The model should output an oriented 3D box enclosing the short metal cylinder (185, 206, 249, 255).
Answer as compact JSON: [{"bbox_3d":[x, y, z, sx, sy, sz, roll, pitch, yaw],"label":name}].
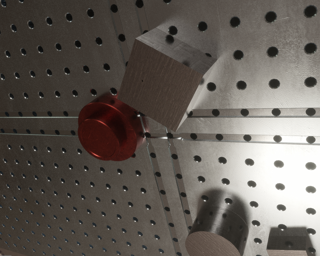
[{"bbox_3d":[0.083,0.162,0.450,0.080,0.050,0.079,13,124,20],"label":"short metal cylinder"}]

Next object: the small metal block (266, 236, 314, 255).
[{"bbox_3d":[0.181,0.176,0.425,0.050,0.025,0.050,-13,112,33],"label":"small metal block"}]

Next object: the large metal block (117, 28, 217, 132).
[{"bbox_3d":[0.007,-0.055,0.356,0.080,0.050,0.079,30,128,8],"label":"large metal block"}]

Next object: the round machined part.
[{"bbox_3d":[-0.078,0.008,0.444,0.098,0.042,0.097,13,124,20],"label":"round machined part"}]
